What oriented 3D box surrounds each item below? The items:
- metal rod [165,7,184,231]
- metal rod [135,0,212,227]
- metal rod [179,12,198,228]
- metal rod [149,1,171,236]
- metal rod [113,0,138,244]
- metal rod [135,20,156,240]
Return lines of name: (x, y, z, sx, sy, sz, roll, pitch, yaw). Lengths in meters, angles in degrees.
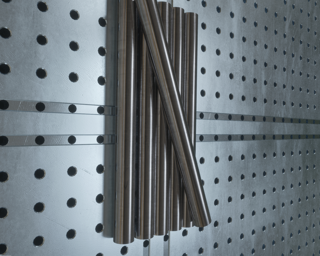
metal rod: (0.019, -0.012, 0.425, 0.025, 0.025, 0.298, 1, 89, -40)
metal rod: (0.020, -0.012, 0.392, 0.025, 0.025, 0.298, -25, 106, -37)
metal rod: (0.039, -0.012, 0.441, 0.025, 0.025, 0.298, 2, 89, -40)
metal rod: (0.000, -0.013, 0.407, 0.025, 0.025, 0.298, 1, 89, -40)
metal rod: (-0.041, -0.015, 0.372, 0.025, 0.025, 0.298, 1, 89, -40)
metal rod: (-0.018, -0.013, 0.391, 0.025, 0.025, 0.298, 1, 89, -40)
